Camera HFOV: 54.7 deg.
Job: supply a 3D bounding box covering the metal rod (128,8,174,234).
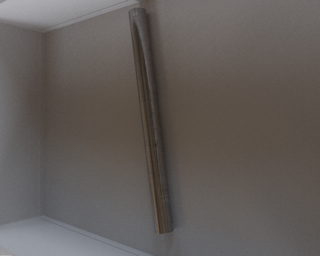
[{"bbox_3d":[-0.013,-0.014,0.415,0.025,0.025,0.298,-12,83,39],"label":"metal rod"}]
